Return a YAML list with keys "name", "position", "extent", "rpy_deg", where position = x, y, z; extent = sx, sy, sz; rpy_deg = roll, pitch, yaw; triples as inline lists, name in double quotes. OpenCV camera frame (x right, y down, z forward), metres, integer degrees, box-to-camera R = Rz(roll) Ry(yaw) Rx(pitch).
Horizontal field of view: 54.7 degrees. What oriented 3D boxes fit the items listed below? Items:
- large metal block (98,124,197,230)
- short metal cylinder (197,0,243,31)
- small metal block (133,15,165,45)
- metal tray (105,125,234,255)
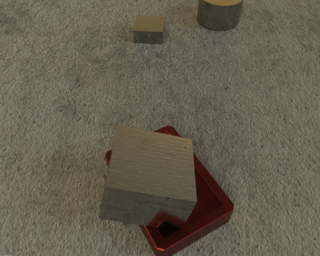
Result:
- name: "large metal block"
  position: [-0.012, 0.048, 0.310]
  extent: [0.081, 0.050, 0.080]
  rpy_deg: [12, 41, -9]
- name: "short metal cylinder"
  position: [0.111, -0.225, 0.576]
  extent: [0.081, 0.050, 0.080]
  rpy_deg: [0, 50, 0]
- name: "small metal block"
  position: [-0.019, -0.175, 0.550]
  extent: [0.050, 0.025, 0.050]
  rpy_deg: [4, 50, 3]
- name: "metal tray"
  position: [0.007, 0.064, 0.345]
  extent: [0.091, 0.030, 0.130]
  rpy_deg: [-24, 54, -19]
